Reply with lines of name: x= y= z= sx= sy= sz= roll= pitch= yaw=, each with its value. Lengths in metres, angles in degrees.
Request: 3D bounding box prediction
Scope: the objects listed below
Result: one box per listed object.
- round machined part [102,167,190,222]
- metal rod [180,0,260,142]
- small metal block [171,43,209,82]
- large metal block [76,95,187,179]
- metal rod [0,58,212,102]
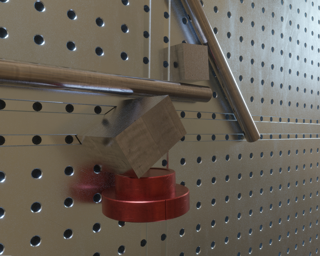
round machined part: x=-0.016 y=0.070 z=0.350 sx=0.099 sy=0.098 sz=0.042 roll=-3 pitch=92 yaw=-40
metal rod: x=0.095 y=-0.099 z=0.491 sx=0.025 sy=0.025 sz=0.299 roll=-46 pitch=118 yaw=-30
small metal block: x=0.044 y=-0.093 z=0.448 sx=0.050 sy=0.025 sz=0.050 roll=-7 pitch=94 yaw=-40
large metal block: x=-0.032 y=0.007 z=0.348 sx=0.080 sy=0.080 sz=0.050 roll=-41 pitch=116 yaw=-32
metal rod: x=-0.046 y=-0.052 z=0.372 sx=0.302 sy=0.025 sz=0.025 roll=0 pitch=90 yaw=-40
